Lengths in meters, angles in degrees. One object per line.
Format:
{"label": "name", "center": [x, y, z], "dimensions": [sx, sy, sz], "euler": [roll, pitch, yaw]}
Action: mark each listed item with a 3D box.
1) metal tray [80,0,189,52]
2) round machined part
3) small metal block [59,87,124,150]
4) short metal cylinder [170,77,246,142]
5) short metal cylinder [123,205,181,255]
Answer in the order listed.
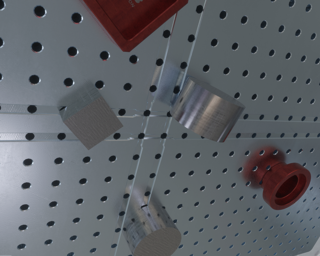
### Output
{"label": "metal tray", "center": [-0.040, -0.150, 0.293], "dimensions": [0.090, 0.030, 0.130], "euler": [-41, 130, -1]}
{"label": "round machined part", "center": [0.236, 0.107, 0.596], "dimensions": [0.099, 0.042, 0.097], "euler": [-14, 124, -21]}
{"label": "small metal block", "center": [-0.079, -0.010, 0.362], "dimensions": [0.050, 0.025, 0.050], "euler": [-35, 129, -5]}
{"label": "short metal cylinder", "center": [0.060, -0.024, 0.394], "dimensions": [0.081, 0.080, 0.050], "euler": [16, 110, -35]}
{"label": "short metal cylinder", "center": [-0.013, 0.171, 0.494], "dimensions": [0.081, 0.050, 0.079], "euler": [-14, 124, -21]}
